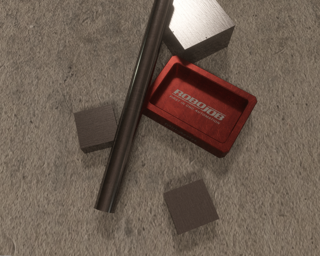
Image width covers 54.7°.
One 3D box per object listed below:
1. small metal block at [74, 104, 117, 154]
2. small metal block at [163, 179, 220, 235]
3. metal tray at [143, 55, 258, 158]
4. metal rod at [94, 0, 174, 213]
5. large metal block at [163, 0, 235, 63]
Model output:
[{"bbox_3d":[-0.081,0.001,0.407,0.050,0.025,0.050,-14,71,-6],"label":"small metal block"},{"bbox_3d":[0.036,0.095,0.374,0.050,0.025,0.050,-19,71,-7],"label":"small metal block"},{"bbox_3d":[0.051,-0.030,0.417,0.130,0.030,0.090,30,72,10],"label":"metal tray"},{"bbox_3d":[-0.028,-0.046,0.390,0.025,0.025,0.299,14,79,4],"label":"metal rod"},{"bbox_3d":[0.048,-0.146,0.449,0.080,0.050,0.080,-28,73,-10],"label":"large metal block"}]
